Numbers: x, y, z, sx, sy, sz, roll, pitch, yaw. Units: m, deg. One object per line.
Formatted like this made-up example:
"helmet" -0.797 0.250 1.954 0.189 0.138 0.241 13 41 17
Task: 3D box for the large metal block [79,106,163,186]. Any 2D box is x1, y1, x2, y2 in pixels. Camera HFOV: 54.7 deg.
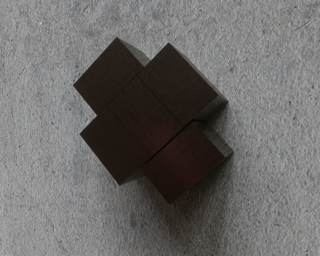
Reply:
"large metal block" -0.040 0.020 0.395 0.050 0.080 0.080 -44 77 15

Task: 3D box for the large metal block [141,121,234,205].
"large metal block" 0.036 0.038 0.368 0.080 0.080 0.050 -44 77 14

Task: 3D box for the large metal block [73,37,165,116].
"large metal block" -0.048 -0.060 0.397 0.080 0.080 0.050 -44 77 14

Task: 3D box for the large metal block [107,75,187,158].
"large metal block" -0.005 -0.013 0.382 0.050 0.080 0.080 -44 77 15

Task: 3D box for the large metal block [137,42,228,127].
"large metal block" 0.031 -0.047 0.370 0.050 0.080 0.080 -44 77 15
